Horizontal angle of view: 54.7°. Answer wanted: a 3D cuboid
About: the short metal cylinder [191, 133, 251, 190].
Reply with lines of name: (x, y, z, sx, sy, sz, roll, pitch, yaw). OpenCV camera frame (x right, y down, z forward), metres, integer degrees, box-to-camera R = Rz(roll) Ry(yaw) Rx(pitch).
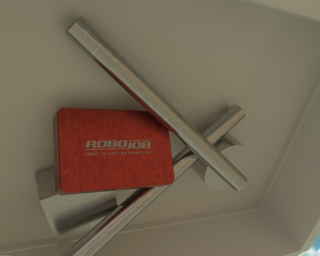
short metal cylinder: (0.089, 0.047, 0.469, 0.081, 0.050, 0.079, -14, 125, -21)

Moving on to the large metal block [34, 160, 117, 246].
large metal block: (-0.101, 0.088, 0.387, 0.081, 0.050, 0.079, -18, 126, -19)

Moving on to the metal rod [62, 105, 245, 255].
metal rod: (0.005, 0.066, 0.404, 0.301, 0.025, 0.025, -39, 131, -20)

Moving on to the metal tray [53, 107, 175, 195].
metal tray: (-0.051, 0.026, 0.357, 0.131, 0.030, 0.090, 1, 74, -28)

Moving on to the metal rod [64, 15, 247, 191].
metal rod: (0.014, -0.011, 0.371, 0.025, 0.025, 0.300, -46, 117, 4)
